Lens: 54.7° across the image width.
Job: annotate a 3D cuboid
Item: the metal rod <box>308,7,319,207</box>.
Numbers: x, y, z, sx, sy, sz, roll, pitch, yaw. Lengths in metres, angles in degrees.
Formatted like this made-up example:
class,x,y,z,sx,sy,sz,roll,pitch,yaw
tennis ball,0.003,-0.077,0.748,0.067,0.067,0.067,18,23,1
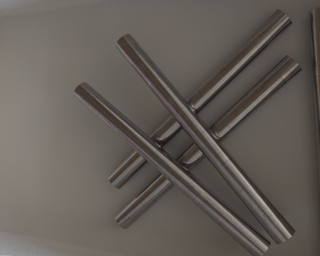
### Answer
class,x,y,z,sx,sy,sz,roll,pitch,yaw
metal rod,0.187,0.018,0.344,0.025,0.025,0.298,-3,89,20

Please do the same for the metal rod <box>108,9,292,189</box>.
class,x,y,z,sx,sy,sz,roll,pitch,yaw
metal rod,0.041,-0.027,0.395,0.299,0.025,0.025,-45,76,14

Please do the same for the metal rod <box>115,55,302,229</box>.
class,x,y,z,sx,sy,sz,roll,pitch,yaw
metal rod,0.051,0.027,0.392,0.299,0.025,0.025,-45,76,14

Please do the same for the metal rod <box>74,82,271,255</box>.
class,x,y,z,sx,sy,sz,roll,pitch,yaw
metal rod,0.004,0.041,0.381,0.300,0.025,0.025,40,103,15

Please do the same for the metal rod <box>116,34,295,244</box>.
class,x,y,z,sx,sy,sz,roll,pitch,yaw
metal rod,0.045,0.003,0.366,0.025,0.025,0.300,-42,77,15
